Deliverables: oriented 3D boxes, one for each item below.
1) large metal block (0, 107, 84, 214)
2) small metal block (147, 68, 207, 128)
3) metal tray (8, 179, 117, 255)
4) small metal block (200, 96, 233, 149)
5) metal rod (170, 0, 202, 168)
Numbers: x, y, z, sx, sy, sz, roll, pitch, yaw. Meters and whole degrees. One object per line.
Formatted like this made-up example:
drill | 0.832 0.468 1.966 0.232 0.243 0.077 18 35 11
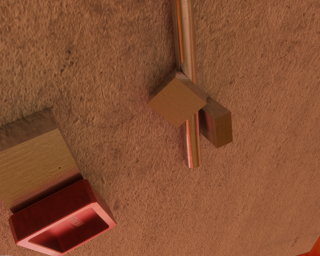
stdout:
large metal block | -0.139 0.035 0.337 0.081 0.050 0.080 -24 128 -14
small metal block | 0.021 -0.036 0.377 0.050 0.025 0.050 38 121 -20
metal tray | -0.110 0.116 0.381 0.091 0.030 0.130 -27 153 -11
small metal block | 0.074 -0.008 0.428 0.025 0.050 0.050 -23 127 -15
metal rod | 0.033 -0.069 0.383 0.025 0.025 0.298 -20 127 -17
